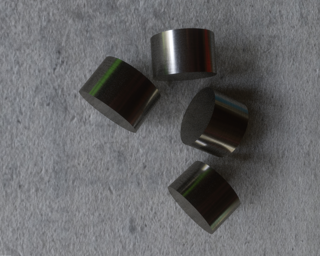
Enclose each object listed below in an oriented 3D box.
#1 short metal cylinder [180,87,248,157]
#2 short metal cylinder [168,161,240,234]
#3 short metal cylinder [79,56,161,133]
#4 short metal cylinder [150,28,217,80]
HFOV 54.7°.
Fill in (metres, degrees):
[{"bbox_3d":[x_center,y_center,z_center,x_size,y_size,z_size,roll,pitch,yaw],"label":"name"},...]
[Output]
[{"bbox_3d":[0.069,-0.007,0.407,0.050,0.080,0.080,22,83,-19],"label":"short metal cylinder"},{"bbox_3d":[0.056,0.089,0.402,0.050,0.080,0.080,-41,103,-15],"label":"short metal cylinder"},{"bbox_3d":[-0.046,-0.038,0.363,0.080,0.080,0.050,38,78,-16],"label":"short metal cylinder"},{"bbox_3d":[0.030,-0.090,0.392,0.081,0.080,0.050,-5,92,-20],"label":"short metal cylinder"}]
